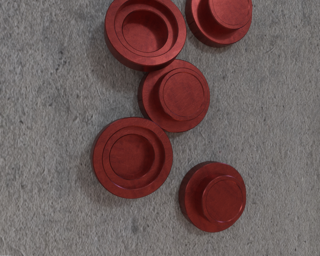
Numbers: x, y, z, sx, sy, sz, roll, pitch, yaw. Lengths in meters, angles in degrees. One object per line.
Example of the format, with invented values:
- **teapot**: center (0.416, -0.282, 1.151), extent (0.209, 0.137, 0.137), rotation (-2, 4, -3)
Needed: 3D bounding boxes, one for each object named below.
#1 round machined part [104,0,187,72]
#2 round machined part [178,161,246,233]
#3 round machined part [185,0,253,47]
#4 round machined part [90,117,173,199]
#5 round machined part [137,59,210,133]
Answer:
- **round machined part**: center (-0.020, -0.116, 0.385), extent (0.099, 0.042, 0.098), rotation (3, 79, -13)
- **round machined part**: center (0.079, 0.097, 0.429), extent (0.099, 0.042, 0.097), rotation (0, 90, -20)
- **round machined part**: center (0.088, -0.165, 0.432), extent (0.099, 0.042, 0.097), rotation (0, 90, -20)
- **round machined part**: center (-0.037, 0.035, 0.386), extent (0.099, 0.042, 0.097), rotation (0, 90, -20)
- **round machined part**: center (0.023, -0.042, 0.408), extent (0.099, 0.042, 0.097), rotation (0, 90, -20)
